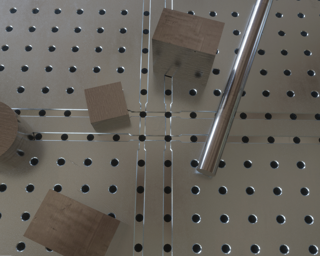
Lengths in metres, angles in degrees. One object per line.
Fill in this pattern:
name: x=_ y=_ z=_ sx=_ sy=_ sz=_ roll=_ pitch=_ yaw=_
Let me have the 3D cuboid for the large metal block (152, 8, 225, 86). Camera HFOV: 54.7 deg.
large metal block: x=0.036 y=-0.108 z=0.422 sx=0.080 sy=0.080 sz=0.050 roll=16 pitch=71 yaw=5

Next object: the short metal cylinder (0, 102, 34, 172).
short metal cylinder: x=-0.210 y=0.011 z=0.392 sx=0.081 sy=0.050 sz=0.080 roll=0 pitch=70 yaw=-1

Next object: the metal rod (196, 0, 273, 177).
metal rod: x=0.112 y=-0.074 z=0.440 sx=0.025 sy=0.025 sz=0.300 roll=20 pitch=71 yaw=7

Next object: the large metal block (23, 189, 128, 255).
large metal block: x=-0.086 y=0.112 z=0.341 sx=0.080 sy=0.080 sz=0.050 roll=22 pitch=72 yaw=7

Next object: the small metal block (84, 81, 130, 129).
small metal block: x=-0.072 y=-0.031 z=0.422 sx=0.050 sy=0.025 sz=0.050 roll=-14 pitch=71 yaw=-5
